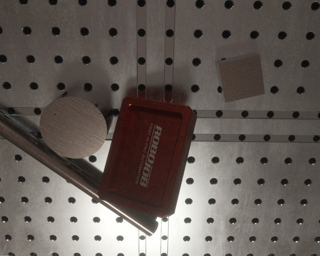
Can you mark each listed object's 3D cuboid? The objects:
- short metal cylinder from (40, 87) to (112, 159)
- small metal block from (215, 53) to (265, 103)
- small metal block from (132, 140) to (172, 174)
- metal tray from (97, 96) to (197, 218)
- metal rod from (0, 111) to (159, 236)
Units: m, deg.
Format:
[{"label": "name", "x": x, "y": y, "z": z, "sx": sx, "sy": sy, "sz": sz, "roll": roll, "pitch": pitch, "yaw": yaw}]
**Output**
[{"label": "short metal cylinder", "x": -0.104, "y": -0.008, "z": 0.396, "sx": 0.081, "sy": 0.050, "sz": 0.079, "roll": 0, "pitch": 110, "yaw": -1}, {"label": "small metal block", "x": 0.101, "y": -0.064, "z": 0.391, "sx": 0.050, "sy": 0.025, "sz": 0.050, "roll": -13, "pitch": 110, "yaw": 4}, {"label": "small metal block", "x": -0.009, "y": 0.045, "z": 0.417, "sx": 0.050, "sy": 0.050, "sz": 0.025, "roll": -31, "pitch": 107, "yaw": 10}, {"label": "metal tray", "x": -0.015, "y": 0.032, "z": 0.375, "sx": 0.090, "sy": 0.030, "sz": 0.129, "roll": 11, "pitch": 82, "yaw": 21}, {"label": "metal rod", "x": -0.125, "y": 0.062, "z": 0.434, "sx": 0.301, "sy": 0.025, "sz": 0.025, "roll": 38, "pitch": 105, "yaw": -14}]
